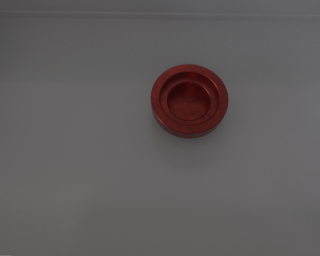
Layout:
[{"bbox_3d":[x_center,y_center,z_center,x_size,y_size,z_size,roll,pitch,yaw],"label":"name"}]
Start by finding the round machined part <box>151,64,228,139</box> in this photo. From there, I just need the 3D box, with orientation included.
[{"bbox_3d":[0.038,-0.032,0.413,0.099,0.042,0.098,0,70,0],"label":"round machined part"}]
